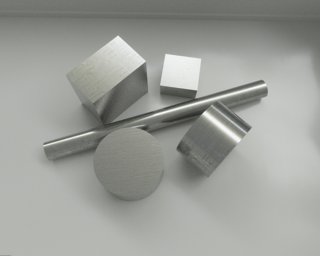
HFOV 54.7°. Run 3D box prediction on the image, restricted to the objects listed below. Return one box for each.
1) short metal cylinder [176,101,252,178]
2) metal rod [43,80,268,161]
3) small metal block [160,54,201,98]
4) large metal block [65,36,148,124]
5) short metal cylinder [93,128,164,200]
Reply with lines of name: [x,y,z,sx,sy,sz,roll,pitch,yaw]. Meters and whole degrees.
short metal cylinder: [0.065,0.014,0.375,0.050,0.080,0.080,41,75,13]
metal rod: [0.000,-0.013,0.413,0.302,0.025,0.025,-16,71,-7]
small metal block: [0.029,-0.073,0.435,0.050,0.025,0.050,8,70,2]
large metal block: [-0.063,-0.057,0.400,0.080,0.080,0.050,-42,76,-14]
short metal cylinder: [-0.036,0.045,0.377,0.081,0.050,0.080,0,70,0]
